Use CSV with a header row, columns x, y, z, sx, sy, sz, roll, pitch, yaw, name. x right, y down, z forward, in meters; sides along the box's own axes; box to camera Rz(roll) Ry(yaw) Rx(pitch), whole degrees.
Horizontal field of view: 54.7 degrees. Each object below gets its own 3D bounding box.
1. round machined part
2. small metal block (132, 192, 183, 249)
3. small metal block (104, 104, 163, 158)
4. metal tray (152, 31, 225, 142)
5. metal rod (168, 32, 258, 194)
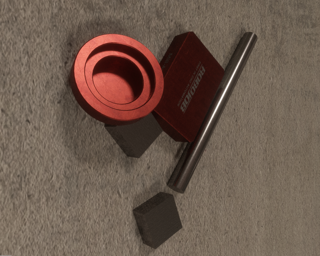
x,y,z,sx,sy,sz,roll,pitch,yaw,name
-0.049,-0.049,0.341,0.099,0.042,0.098,7,73,-23,round machined part
-0.002,0.119,0.405,0.050,0.025,0.050,-26,107,-37,small metal block
-0.031,0.001,0.381,0.050,0.025,0.050,-49,119,-29,small metal block
0.034,-0.056,0.432,0.090,0.030,0.130,41,65,-33,metal tray
0.090,-0.037,0.482,0.025,0.025,0.300,44,63,-32,metal rod
